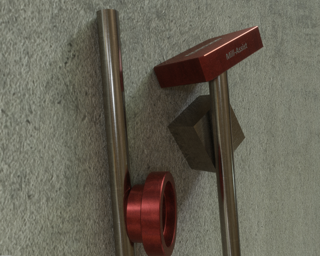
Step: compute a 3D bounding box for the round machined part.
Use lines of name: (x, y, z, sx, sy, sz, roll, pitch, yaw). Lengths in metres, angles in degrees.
round machined part: (-0.009, 0.101, 0.368, 0.098, 0.042, 0.097, -4, 91, -77)

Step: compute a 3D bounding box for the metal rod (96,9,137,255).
metal rod: (-0.050, 0.016, 0.364, 0.025, 0.025, 0.298, -7, 95, -40)

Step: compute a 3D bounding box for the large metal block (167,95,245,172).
large metal block: (0.069, 0.006, 0.449, 0.080, 0.050, 0.080, -44, 117, -31)

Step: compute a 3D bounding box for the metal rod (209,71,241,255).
metal rod: (0.089, 0.067, 0.417, 0.025, 0.025, 0.298, -12, 100, -40)

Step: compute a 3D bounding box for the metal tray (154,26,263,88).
metal tray: (0.067, -0.096, 0.420, 0.131, 0.090, 0.030, -34, 112, -35)
